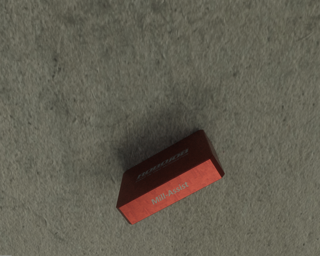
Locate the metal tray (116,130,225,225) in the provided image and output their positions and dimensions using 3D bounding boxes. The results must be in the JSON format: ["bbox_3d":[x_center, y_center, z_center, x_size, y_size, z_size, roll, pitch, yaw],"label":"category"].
[{"bbox_3d":[0.011,0.059,0.397,0.130,0.090,0.030,-30,108,10],"label":"metal tray"}]
